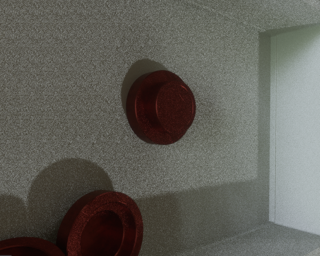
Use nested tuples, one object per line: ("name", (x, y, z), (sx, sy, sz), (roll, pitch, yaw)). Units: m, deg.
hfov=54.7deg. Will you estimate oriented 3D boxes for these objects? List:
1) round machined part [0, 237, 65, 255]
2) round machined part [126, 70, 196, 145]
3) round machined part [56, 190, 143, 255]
("round machined part", (-0.126, 0.143, 0.259), (0.099, 0.098, 0.042), (-19, 124, -38))
("round machined part", (0.009, -0.027, 0.403), (0.099, 0.042, 0.097), (0, 90, -40))
("round machined part", (-0.067, 0.116, 0.334), (0.099, 0.042, 0.097), (4, 85, -48))
